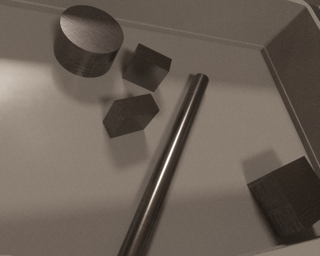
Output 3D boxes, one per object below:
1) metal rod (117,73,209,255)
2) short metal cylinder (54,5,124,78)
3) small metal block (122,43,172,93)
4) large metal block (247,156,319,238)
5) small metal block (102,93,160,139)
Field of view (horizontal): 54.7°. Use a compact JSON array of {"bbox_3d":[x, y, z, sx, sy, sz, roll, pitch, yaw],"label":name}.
[{"bbox_3d":[0.016,0.031,0.396,0.025,0.025,0.301,32,51,-8],"label":"metal rod"},{"bbox_3d":[-0.094,-0.114,0.409,0.081,0.050,0.080,14,56,-21],"label":"short metal cylinder"},{"bbox_3d":[-0.019,-0.083,0.431,0.050,0.050,0.025,23,53,-15],"label":"small metal block"},{"bbox_3d":[0.184,0.094,0.434,0.081,0.050,0.080,-15,70,-34],"label":"large metal block"},{"bbox_3d":[-0.036,-0.015,0.380,0.050,0.050,0.025,-16,70,-35],"label":"small metal block"}]
